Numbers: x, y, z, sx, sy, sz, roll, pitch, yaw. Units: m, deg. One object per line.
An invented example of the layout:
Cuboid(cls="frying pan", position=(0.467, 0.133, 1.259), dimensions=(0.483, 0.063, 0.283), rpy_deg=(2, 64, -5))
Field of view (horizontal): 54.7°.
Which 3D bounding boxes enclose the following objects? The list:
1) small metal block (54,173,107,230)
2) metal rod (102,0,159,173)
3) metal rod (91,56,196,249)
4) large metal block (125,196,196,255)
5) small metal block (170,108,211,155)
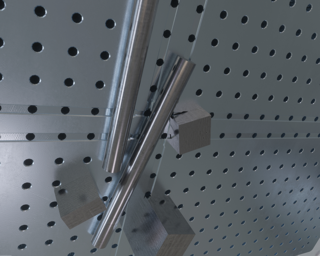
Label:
Cuboid(cls="small metal block", position=(-0.102, 0.092, 0.396), dimensions=(0.050, 0.050, 0.025), rpy_deg=(-27, 128, -12))
Cuboid(cls="metal rod", position=(-0.028, -0.079, 0.346), dimensions=(0.025, 0.025, 0.298), rpy_deg=(1, 118, -29))
Cuboid(cls="metal rod", position=(-0.029, 0.045, 0.422), dimensions=(0.025, 0.025, 0.298), rpy_deg=(14, 111, -34))
Cuboid(cls="large metal block", position=(-0.002, 0.163, 0.475), dimensions=(0.050, 0.080, 0.080), rpy_deg=(14, 111, -34))
Cuboid(cls="small metal block", position=(0.044, 0.004, 0.437), dimensions=(0.050, 0.025, 0.050), rpy_deg=(-17, 125, -19))
